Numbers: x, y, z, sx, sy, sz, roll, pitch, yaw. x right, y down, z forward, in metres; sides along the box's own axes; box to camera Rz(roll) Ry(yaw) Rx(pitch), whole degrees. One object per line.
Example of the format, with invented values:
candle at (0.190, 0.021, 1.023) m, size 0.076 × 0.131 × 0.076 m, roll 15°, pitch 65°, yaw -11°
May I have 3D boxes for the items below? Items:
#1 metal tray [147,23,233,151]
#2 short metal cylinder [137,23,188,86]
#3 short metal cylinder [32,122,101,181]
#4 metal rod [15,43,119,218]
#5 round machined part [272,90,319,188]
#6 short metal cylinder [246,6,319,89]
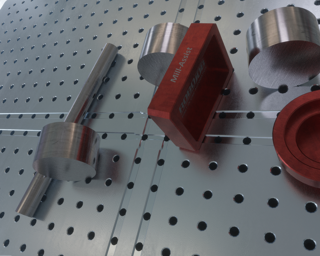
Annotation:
metal tray at (0.042, -0.048, 0.373) m, size 0.030 × 0.090 × 0.130 m, roll 14°, pitch 69°, yaw 34°
short metal cylinder at (0.014, -0.096, 0.425) m, size 0.080 × 0.080 × 0.050 m, roll -2°, pitch 61°, yaw 27°
short metal cylinder at (-0.124, 0.034, 0.418) m, size 0.080 × 0.080 × 0.050 m, roll -12°, pitch 57°, yaw 22°
metal rod at (-0.137, -0.009, 0.485) m, size 0.025 × 0.025 × 0.300 m, roll 9°, pitch 66°, yaw 32°
round machined part at (0.164, 0.014, 0.303) m, size 0.098 × 0.042 × 0.098 m, roll -13°, pitch 56°, yaw 21°
short metal cylinder at (0.141, -0.089, 0.353) m, size 0.080 × 0.080 × 0.050 m, roll -9°, pitch 58°, yaw 23°
